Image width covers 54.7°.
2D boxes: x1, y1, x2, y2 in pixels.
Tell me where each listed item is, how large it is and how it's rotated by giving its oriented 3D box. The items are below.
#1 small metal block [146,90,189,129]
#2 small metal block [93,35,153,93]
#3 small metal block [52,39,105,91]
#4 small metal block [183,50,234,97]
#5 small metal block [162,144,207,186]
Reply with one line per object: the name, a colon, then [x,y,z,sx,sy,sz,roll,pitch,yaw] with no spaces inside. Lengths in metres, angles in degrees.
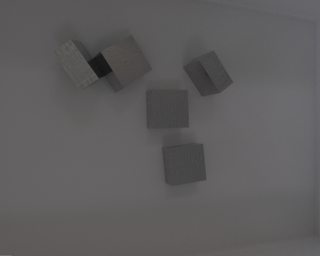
small metal block: [0.010,-0.025,0.414,0.050,0.025,0.050,-2,91,-20]
small metal block: [-0.046,-0.080,0.387,0.050,0.025,0.050,-39,103,-31]
small metal block: [-0.092,-0.073,0.360,0.025,0.050,0.050,-33,102,6]
small metal block: [0.064,-0.072,0.421,0.025,0.050,0.050,-38,103,-16]
small metal block: [0.033,0.048,0.423,0.050,0.025,0.050,-6,92,-20]
